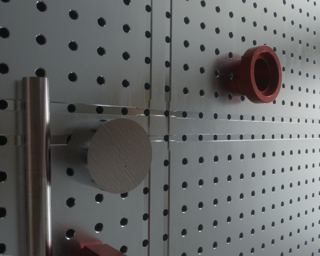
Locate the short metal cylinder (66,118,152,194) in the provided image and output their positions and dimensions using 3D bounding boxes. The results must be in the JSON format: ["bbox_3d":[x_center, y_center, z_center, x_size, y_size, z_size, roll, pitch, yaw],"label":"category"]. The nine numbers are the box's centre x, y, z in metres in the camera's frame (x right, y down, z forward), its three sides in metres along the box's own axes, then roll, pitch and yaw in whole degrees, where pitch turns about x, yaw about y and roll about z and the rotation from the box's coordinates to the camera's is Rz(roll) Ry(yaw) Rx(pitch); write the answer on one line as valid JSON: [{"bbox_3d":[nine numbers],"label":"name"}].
[{"bbox_3d":[-0.056,0.029,0.346,0.081,0.050,0.080,0,90,-40],"label":"short metal cylinder"}]

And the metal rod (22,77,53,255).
[{"bbox_3d":[-0.121,0.100,0.308,0.025,0.025,0.298,-1,91,-40],"label":"metal rod"}]

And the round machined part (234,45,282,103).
[{"bbox_3d":[0.167,-0.091,0.537,0.099,0.042,0.097,0,90,-40],"label":"round machined part"}]

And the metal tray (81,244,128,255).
[{"bbox_3d":[-0.056,0.198,0.319,0.030,0.090,0.129,12,82,-40],"label":"metal tray"}]
